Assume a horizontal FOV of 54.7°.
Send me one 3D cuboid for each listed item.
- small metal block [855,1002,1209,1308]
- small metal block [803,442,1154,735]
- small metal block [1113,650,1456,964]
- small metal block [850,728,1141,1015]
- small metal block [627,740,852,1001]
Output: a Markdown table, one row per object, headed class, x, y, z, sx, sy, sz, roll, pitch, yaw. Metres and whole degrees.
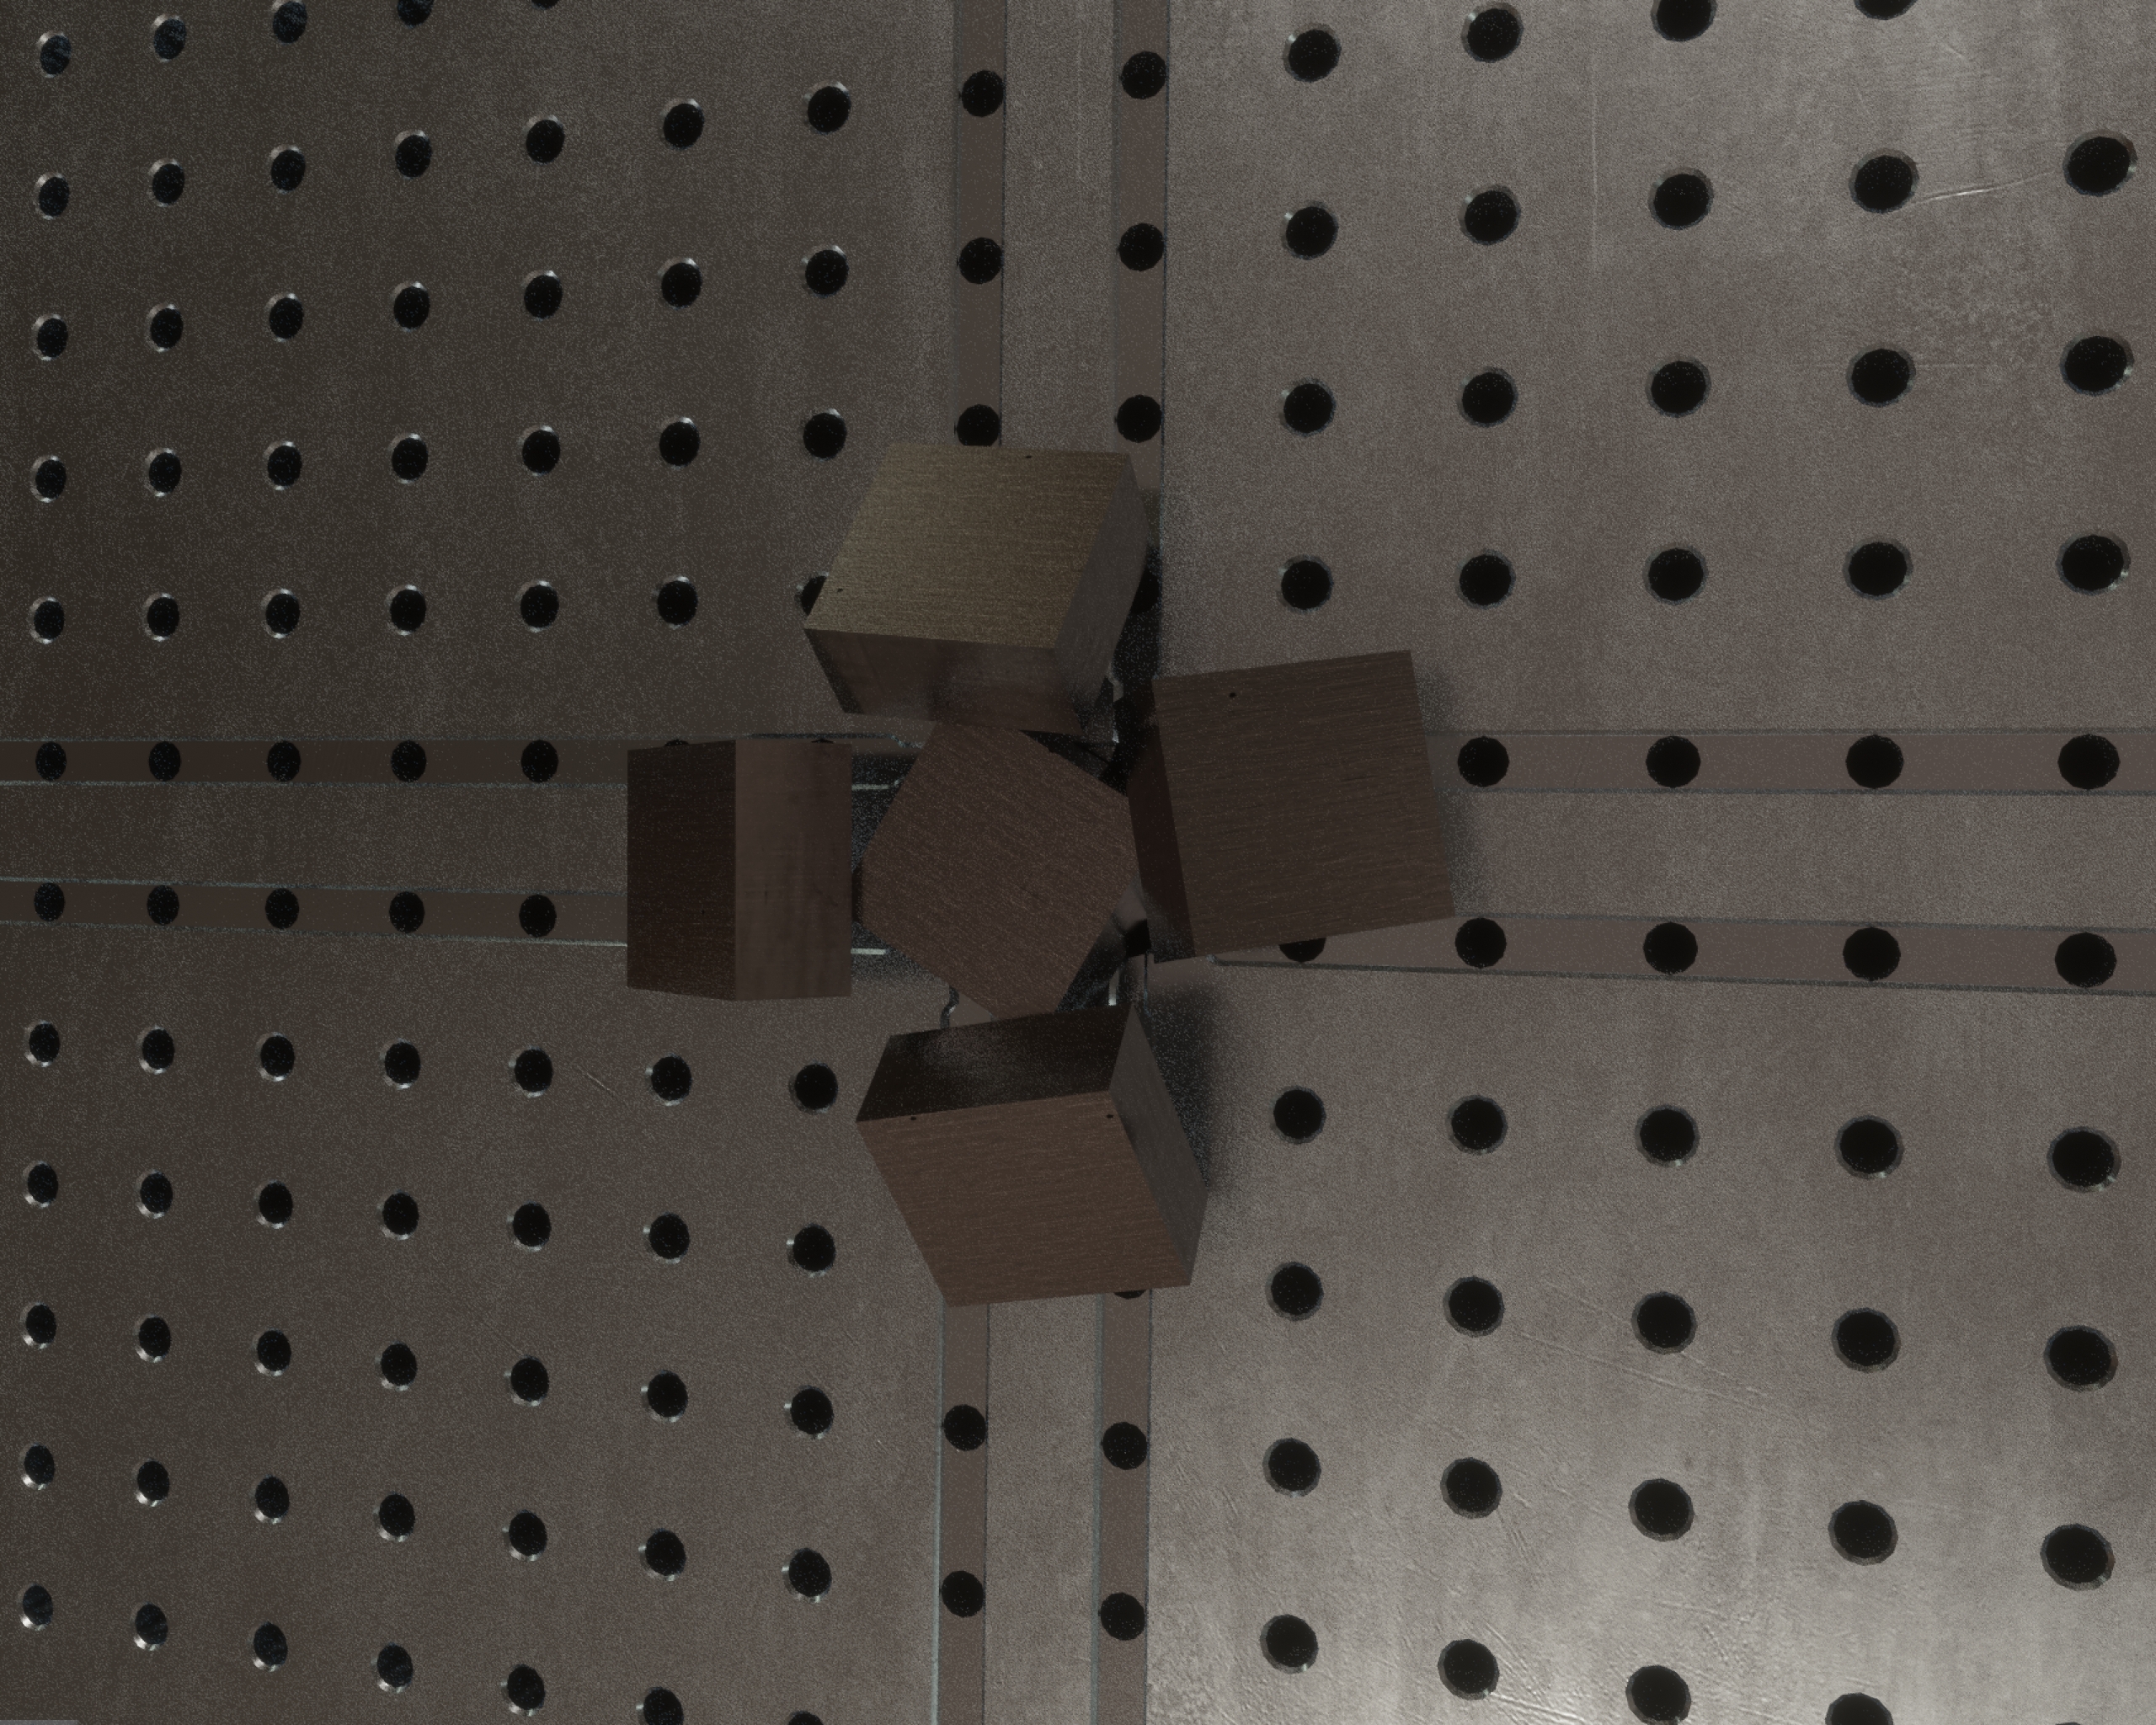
| class | x | y | z | sx | sy | sz | roll | pitch | yaw |
| --- | --- | --- | --- | --- | --- | --- | --- | --- | --- |
| small metal block | -0.008 | 0.057 | 0.401 | 0.050 | 0.025 | 0.050 | -10 | 123 | 19 |
| small metal block | -0.018 | -0.054 | 0.405 | 0.050 | 0.025 | 0.050 | 7 | 56 | 20 |
| small metal block | 0.038 | -0.010 | 0.386 | 0.050 | 0.025 | 0.050 | -8 | 86 | -16 |
| small metal block | -0.012 | 0.001 | 0.415 | 0.050 | 0.025 | 0.050 | 33 | 100 | 16 |
| small metal block | -0.069 | 0.001 | 0.423 | 0.050 | 0.025 | 0.050 | 0 | 90 | 54 |
